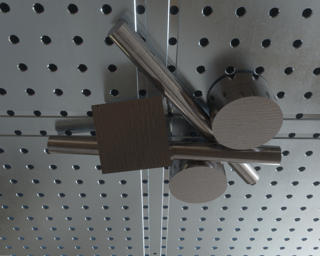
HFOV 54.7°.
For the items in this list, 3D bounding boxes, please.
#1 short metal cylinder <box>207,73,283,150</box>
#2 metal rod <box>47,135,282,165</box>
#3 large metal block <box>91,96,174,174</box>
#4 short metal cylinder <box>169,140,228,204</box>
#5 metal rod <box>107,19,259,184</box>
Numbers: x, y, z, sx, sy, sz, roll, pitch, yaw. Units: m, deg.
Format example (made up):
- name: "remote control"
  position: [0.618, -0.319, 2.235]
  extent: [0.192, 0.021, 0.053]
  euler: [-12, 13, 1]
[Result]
- name: "short metal cylinder"
  position: [0.100, -0.020, 0.375]
  extent: [0.081, 0.050, 0.079]
  euler: [0, 130, 0]
- name: "metal rod"
  position: [0.002, 0.029, 0.409]
  extent: [0.302, 0.025, 0.025]
  euler: [3, 131, 5]
- name: "large metal block"
  position: [-0.030, 0.006, 0.372]
  extent: [0.080, 0.050, 0.079]
  euler: [-7, 95, 6]
- name: "short metal cylinder"
  position: [0.053, 0.064, 0.445]
  extent: [0.081, 0.050, 0.079]
  euler: [0, 130, 0]
- name: "metal rod"
  position: [0.047, -0.014, 0.396]
  extent: [0.025, 0.025, 0.300]
  euler: [-31, 124, 23]
